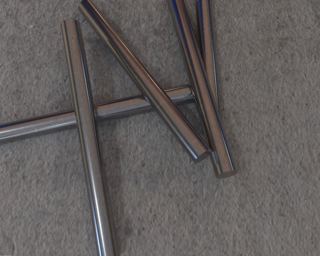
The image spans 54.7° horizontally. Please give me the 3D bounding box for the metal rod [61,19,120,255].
[{"bbox_3d":[-0.088,0.006,0.382,0.025,0.025,0.299,-11,79,-4],"label":"metal rod"}]

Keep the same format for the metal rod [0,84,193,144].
[{"bbox_3d":[-0.105,-0.016,0.412,0.302,0.025,0.025,-13,71,-5],"label":"metal rod"}]

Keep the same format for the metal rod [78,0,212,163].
[{"bbox_3d":[-0.032,-0.077,0.414,0.025,0.025,0.300,-32,65,-11],"label":"metal rod"}]

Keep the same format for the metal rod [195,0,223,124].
[{"bbox_3d":[0.068,-0.132,0.457,0.025,0.025,0.299,-1,70,-1],"label":"metal rod"}]

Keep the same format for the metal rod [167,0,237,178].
[{"bbox_3d":[0.049,-0.078,0.418,0.025,0.025,0.299,-10,64,-4],"label":"metal rod"}]
